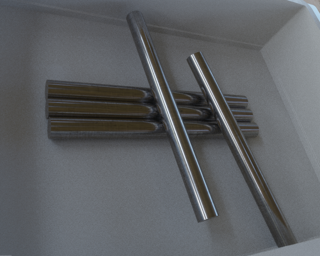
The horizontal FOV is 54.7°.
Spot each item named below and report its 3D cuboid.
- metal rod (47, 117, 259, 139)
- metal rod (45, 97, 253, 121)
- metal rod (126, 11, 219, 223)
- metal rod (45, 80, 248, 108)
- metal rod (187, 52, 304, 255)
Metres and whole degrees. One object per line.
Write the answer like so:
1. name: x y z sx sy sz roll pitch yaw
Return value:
1. metal rod: 0.012 0.002 0.411 0.303 0.025 0.025 1 62 -28
2. metal rod: 0.006 -0.020 0.421 0.303 0.025 0.025 1 62 -28
3. metal rod: 0.008 -0.031 0.396 0.025 0.025 0.299 -5 64 -31
4. metal rod: 0.001 -0.042 0.432 0.303 0.025 0.025 1 62 -28
5. metal rod: 0.110 0.031 0.421 0.025 0.025 0.299 -17 78 -35
